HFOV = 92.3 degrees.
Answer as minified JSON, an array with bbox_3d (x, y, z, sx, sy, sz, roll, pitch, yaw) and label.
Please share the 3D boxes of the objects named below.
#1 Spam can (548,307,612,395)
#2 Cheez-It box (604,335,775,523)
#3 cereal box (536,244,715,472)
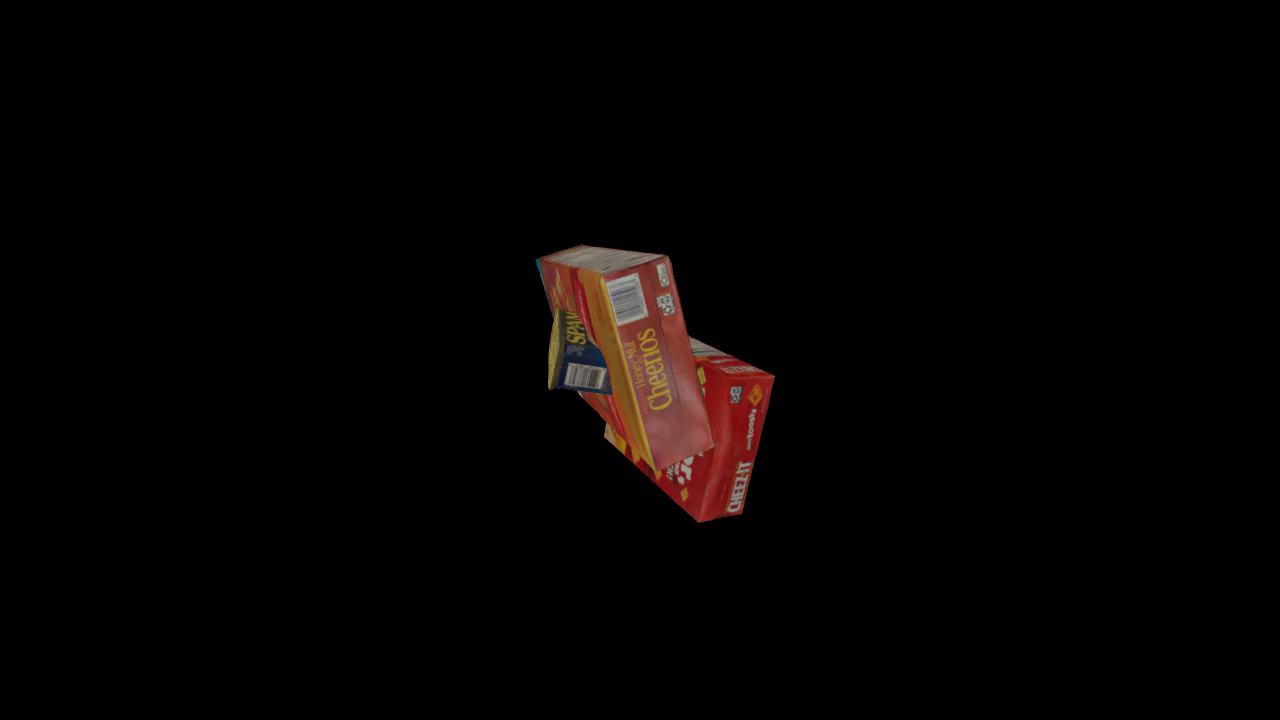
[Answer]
[{"bbox_3d":[-0.050,-0.007,0.645,0.085,0.058,0.101,9,30,-13],"label":"Spam can"},{"bbox_3d":[0.045,0.059,0.722,0.071,0.166,0.223,-1,18,-32],"label":"Cheez-It box"},{"bbox_3d":[-0.032,-0.022,0.710,0.081,0.203,0.306,-20,18,-16],"label":"cereal box"}]
